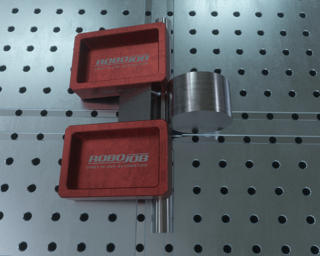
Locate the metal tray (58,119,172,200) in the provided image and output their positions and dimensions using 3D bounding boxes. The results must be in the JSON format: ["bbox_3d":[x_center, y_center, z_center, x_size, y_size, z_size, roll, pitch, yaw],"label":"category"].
[{"bbox_3d":[-0.052,0.040,0.376,0.131,0.030,0.090,-4,70,11],"label":"metal tray"}]

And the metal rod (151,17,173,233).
[{"bbox_3d":[0.003,-0.018,0.414,0.025,0.025,0.299,0,70,0],"label":"metal rod"}]

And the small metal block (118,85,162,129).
[{"bbox_3d":[-0.026,-0.024,0.405,0.050,0.025,0.050,-11,67,29],"label":"small metal block"}]

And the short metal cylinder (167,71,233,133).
[{"bbox_3d":[0.049,-0.029,0.390,0.081,0.080,0.050,0,70,0],"label":"short metal cylinder"}]

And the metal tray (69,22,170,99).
[{"bbox_3d":[-0.053,-0.091,0.423,0.131,0.030,0.090,-4,70,11],"label":"metal tray"}]
